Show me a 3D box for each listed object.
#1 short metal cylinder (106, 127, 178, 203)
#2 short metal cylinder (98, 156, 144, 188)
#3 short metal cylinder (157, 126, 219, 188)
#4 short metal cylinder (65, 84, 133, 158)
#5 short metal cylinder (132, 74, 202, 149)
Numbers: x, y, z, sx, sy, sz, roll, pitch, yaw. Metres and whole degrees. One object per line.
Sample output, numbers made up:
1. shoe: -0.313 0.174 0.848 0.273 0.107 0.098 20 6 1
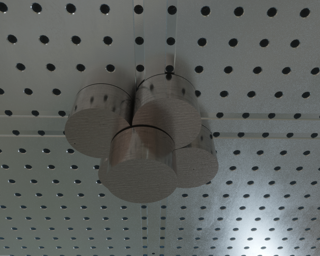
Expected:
1. short metal cylinder: -0.021 0.045 0.365 0.081 0.050 0.079 -1 132 -1
2. short metal cylinder: -0.043 0.049 0.435 0.081 0.050 0.079 0 130 0
3. short metal cylinder: 0.037 0.038 0.428 0.081 0.050 0.079 0 130 0
4. short metal cylinder: -0.072 -0.008 0.387 0.081 0.050 0.079 0 130 0
5. short metal cylinder: 0.008 -0.018 0.379 0.081 0.050 0.079 0 130 0
